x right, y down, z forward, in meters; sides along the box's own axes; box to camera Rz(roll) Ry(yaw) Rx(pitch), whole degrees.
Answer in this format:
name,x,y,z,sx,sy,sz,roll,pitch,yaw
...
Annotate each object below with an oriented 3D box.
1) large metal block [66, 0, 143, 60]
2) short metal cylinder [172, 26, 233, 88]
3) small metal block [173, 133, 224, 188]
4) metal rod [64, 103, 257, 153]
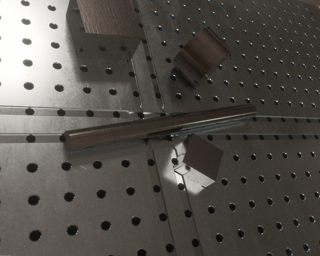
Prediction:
name,x,y,z,sx,sy,sz,roll,pitch,yaw
large metal block,-0.080,-0.145,0.438,0.081,0.050,0.080,-5,65,-31
short metal cylinder,0.064,-0.107,0.475,0.050,0.080,0.080,46,51,3
small metal block,0.052,0.043,0.412,0.050,0.025,0.050,31,51,-9
metal rod,0.023,-0.006,0.426,0.303,0.025,0.025,-10,67,-33
